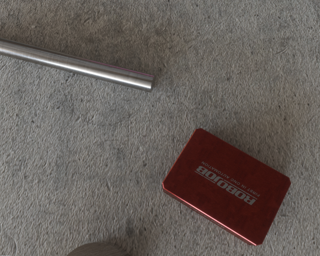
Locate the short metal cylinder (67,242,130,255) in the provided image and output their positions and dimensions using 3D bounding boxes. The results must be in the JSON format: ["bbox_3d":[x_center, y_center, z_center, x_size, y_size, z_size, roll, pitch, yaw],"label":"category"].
[{"bbox_3d":[-0.067,0.166,0.334,0.081,0.050,0.080,0,70,0],"label":"short metal cylinder"}]

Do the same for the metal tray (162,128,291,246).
[{"bbox_3d":[0.079,0.070,0.381,0.130,0.030,0.090,30,73,10],"label":"metal tray"}]

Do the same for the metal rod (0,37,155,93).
[{"bbox_3d":[-0.155,-0.099,0.443,0.301,0.025,0.025,15,71,5],"label":"metal rod"}]
